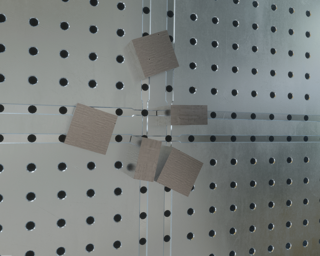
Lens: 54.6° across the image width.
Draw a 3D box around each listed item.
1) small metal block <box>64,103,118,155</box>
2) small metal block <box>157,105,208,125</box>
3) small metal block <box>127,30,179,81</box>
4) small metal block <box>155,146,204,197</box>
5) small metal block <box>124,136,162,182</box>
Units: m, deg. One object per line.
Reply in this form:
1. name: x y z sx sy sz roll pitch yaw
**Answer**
1. small metal block: -0.086 0.001 0.381 0.050 0.025 0.050 19 84 -19
2. small metal block: 0.028 -0.016 0.409 0.050 0.050 0.025 -1 91 -20
3. small metal block: -0.009 -0.095 0.409 0.050 0.025 0.050 -22 98 -19
4. small metal block: 0.023 0.058 0.421 0.050 0.025 0.050 29 81 -18
5. small metal block: -0.023 0.037 0.391 0.025 0.050 0.050 14 86 -20
